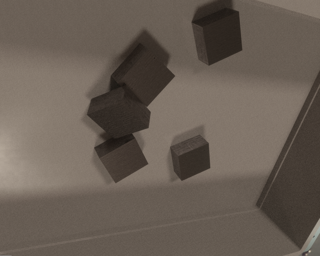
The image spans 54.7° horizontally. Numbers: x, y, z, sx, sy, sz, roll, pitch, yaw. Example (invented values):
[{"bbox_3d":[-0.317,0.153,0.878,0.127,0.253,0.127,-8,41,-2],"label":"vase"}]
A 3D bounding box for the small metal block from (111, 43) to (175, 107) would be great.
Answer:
[{"bbox_3d":[-0.019,-0.061,0.362,0.050,0.025,0.050,-48,129,5],"label":"small metal block"}]

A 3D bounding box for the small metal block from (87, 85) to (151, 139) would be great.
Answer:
[{"bbox_3d":[-0.046,-0.017,0.358,0.050,0.025,0.050,-18,136,26],"label":"small metal block"}]

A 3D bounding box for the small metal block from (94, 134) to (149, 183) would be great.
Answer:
[{"bbox_3d":[-0.050,0.037,0.406,0.050,0.025,0.050,-30,129,-9],"label":"small metal block"}]

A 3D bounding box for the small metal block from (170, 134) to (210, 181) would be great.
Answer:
[{"bbox_3d":[0.046,0.044,0.463,0.050,0.025,0.050,-21,127,-16],"label":"small metal block"}]

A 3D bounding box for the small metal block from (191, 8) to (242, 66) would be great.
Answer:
[{"bbox_3d":[0.071,-0.112,0.380,0.050,0.025,0.050,-27,128,-12],"label":"small metal block"}]
